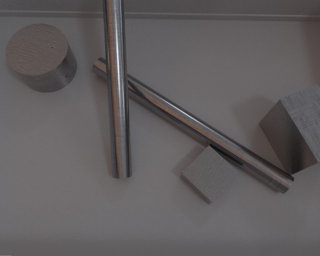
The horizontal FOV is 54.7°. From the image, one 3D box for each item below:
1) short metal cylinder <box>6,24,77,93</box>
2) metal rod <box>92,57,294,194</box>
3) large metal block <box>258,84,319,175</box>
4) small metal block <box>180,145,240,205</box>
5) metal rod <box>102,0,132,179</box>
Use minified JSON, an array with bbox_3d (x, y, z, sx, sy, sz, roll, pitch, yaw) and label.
[{"bbox_3d":[-0.162,-0.096,0.429,0.081,0.050,0.080,0,70,0],"label":"short metal cylinder"},{"bbox_3d":[0.036,-0.009,0.413,0.301,0.025,0.025,33,73,11],"label":"metal rod"},{"bbox_3d":[0.175,0.006,0.380,0.050,0.080,0.080,-22,72,-8],"label":"large metal block"},{"bbox_3d":[0.062,0.059,0.389,0.050,0.025,0.050,43,75,14],"label":"small metal block"},{"bbox_3d":[-0.053,-0.088,0.374,0.025,0.025,0.298,-2,96,-1],"label":"metal rod"}]
